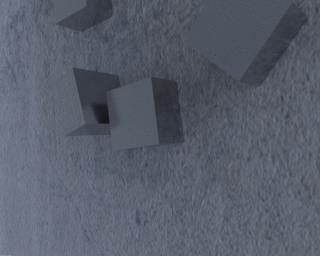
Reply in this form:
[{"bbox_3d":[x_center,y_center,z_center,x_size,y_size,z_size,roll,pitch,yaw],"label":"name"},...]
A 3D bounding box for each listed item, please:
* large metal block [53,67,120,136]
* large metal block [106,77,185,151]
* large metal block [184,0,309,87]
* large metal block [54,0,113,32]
[{"bbox_3d":[-0.098,-0.035,0.447,0.050,0.081,0.080,-25,74,37],"label":"large metal block"},{"bbox_3d":[-0.020,-0.015,0.403,0.080,0.050,0.080,-11,83,39],"label":"large metal block"},{"bbox_3d":[0.085,-0.100,0.317,0.080,0.050,0.080,45,117,30],"label":"large metal block"},{"bbox_3d":[-0.123,-0.208,0.487,0.080,0.050,0.080,-8,85,39],"label":"large metal block"}]
